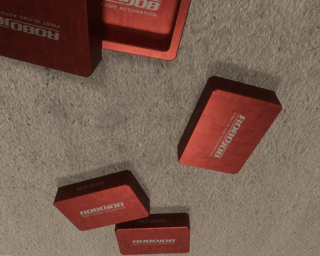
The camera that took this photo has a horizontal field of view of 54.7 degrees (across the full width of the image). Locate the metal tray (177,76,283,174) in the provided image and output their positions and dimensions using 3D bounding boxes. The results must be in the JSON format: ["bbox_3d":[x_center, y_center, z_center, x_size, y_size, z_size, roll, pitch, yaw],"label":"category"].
[{"bbox_3d":[0.085,0.002,0.407,0.091,0.030,0.129,12,129,-11],"label":"metal tray"}]

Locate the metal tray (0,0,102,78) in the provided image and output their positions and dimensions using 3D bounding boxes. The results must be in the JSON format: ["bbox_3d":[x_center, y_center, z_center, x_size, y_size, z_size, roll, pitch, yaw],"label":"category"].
[{"bbox_3d":[-0.122,-0.104,0.285,0.131,0.030,0.089,15,139,4],"label":"metal tray"}]

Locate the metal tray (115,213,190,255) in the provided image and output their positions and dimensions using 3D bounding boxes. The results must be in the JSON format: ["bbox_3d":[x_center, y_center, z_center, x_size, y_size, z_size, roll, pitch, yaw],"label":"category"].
[{"bbox_3d":[-0.011,0.197,0.572,0.131,0.030,0.089,-2,130,1],"label":"metal tray"}]

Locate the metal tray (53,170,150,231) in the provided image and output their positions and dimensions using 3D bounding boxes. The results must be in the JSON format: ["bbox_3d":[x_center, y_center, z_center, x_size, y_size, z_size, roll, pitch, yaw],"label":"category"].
[{"bbox_3d":[-0.092,0.121,0.506,0.130,0.030,0.090,-16,129,13],"label":"metal tray"}]

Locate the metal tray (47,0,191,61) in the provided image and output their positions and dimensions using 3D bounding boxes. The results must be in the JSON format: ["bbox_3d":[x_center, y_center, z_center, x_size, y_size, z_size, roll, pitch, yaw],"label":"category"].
[{"bbox_3d":[-0.039,-0.122,0.299,0.131,0.030,0.089,8,130,-8],"label":"metal tray"}]
